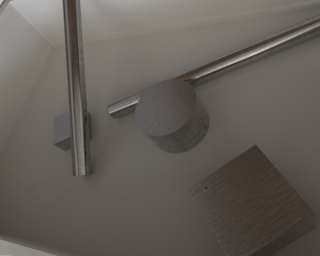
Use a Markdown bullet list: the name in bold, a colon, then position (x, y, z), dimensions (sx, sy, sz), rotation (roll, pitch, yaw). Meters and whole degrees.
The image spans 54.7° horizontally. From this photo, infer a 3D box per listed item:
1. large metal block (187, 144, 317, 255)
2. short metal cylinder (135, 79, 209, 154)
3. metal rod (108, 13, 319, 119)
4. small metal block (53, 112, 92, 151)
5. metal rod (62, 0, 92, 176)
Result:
- **large metal block**: position (0.086, 0.077, 0.297), dimensions (0.080, 0.050, 0.080), rotation (-35, 52, 5)
- **short metal cylinder**: position (0.016, -0.014, 0.389), dimensions (0.080, 0.050, 0.080), rotation (-13, 56, 20)
- **metal rod**: position (0.065, -0.077, 0.417), dimensions (0.301, 0.025, 0.025), rotation (-21, 54, 15)
- **small metal block**: position (-0.133, 0.001, 0.473), dimensions (0.050, 0.025, 0.050), rotation (-23, 53, 14)
- **metal rod**: position (-0.120, -0.083, 0.441), dimensions (0.025, 0.025, 0.298), rotation (-9, 82, 23)
